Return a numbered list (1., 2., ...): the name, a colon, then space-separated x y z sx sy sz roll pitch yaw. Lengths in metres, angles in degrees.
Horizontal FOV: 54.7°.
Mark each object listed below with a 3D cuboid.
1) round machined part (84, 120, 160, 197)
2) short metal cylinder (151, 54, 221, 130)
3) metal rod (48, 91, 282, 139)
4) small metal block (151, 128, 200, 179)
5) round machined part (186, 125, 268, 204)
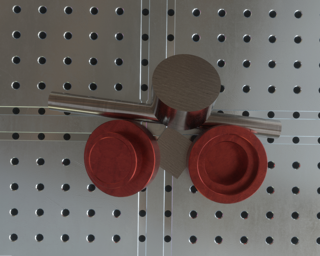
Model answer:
1. round machined part: -0.053 0.038 0.388 0.098 0.042 0.097 0 91 18
2. short metal cylinder: 0.030 -0.044 0.383 0.081 0.050 0.080 2 65 -3
3. metal rod: 0.007 -0.017 0.410 0.302 0.025 0.025 7 90 0
4. small metal block: 0.017 0.031 0.410 0.050 0.025 0.050 36 90 0
5. round machined part: 0.083 0.044 0.400 0.099 0.042 0.097 0 92 -3
